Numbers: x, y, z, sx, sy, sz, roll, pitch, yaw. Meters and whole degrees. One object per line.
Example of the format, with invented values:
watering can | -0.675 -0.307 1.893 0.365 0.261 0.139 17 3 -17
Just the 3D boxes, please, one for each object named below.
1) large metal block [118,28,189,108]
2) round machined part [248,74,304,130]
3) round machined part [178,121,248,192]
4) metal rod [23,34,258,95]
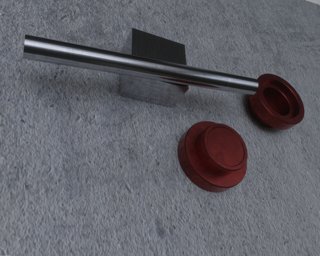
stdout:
large metal block | -0.010 -0.082 0.432 0.081 0.050 0.080 12 57 -22
round machined part | 0.188 -0.039 0.518 0.099 0.042 0.098 14 56 -21
round machined part | 0.077 0.032 0.414 0.099 0.042 0.098 14 56 -21
metal rod | -0.003 -0.071 0.381 0.302 0.025 0.025 5 60 -26
